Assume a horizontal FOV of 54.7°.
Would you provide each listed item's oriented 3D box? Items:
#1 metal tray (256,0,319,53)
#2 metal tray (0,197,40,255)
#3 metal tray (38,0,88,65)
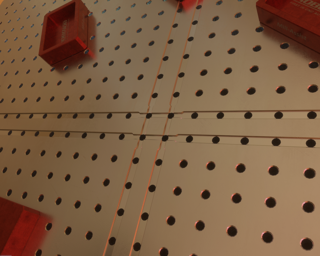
[{"bbox_3d":[0.201,-0.152,0.393,0.090,0.030,0.130,-41,51,0],"label":"metal tray"},{"bbox_3d":[-0.244,0.144,0.442,0.130,0.030,0.090,7,65,31],"label":"metal tray"},{"bbox_3d":[-0.192,-0.196,0.622,0.090,0.030,0.130,-19,54,16],"label":"metal tray"}]
